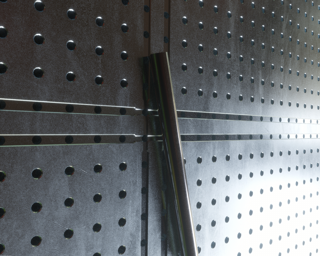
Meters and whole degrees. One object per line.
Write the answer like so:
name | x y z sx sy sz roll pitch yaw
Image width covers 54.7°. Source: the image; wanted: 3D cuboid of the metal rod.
metal rod | 0.021 0.048 0.429 0.025 0.025 0.298 -16 100 -39
